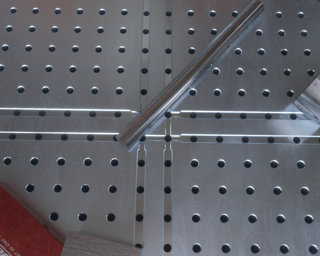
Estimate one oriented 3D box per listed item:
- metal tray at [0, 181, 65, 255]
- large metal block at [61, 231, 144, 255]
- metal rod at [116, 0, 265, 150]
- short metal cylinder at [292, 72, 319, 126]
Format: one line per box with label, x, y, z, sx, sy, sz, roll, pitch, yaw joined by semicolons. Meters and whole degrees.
metal tray;-0.182;0.132;0.358;0.130;0.030;0.090;38;74;12
large metal block;-0.068;0.163;0.338;0.080;0.050;0.080;13;70;4
metal rod;0.052;-0.084;0.443;0.025;0.025;0.301;40;74;13
short metal cylinder;0.220;-0.046;0.402;0.050;0.080;0.080;41;75;13
